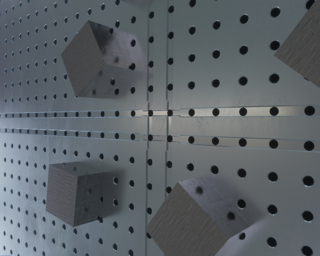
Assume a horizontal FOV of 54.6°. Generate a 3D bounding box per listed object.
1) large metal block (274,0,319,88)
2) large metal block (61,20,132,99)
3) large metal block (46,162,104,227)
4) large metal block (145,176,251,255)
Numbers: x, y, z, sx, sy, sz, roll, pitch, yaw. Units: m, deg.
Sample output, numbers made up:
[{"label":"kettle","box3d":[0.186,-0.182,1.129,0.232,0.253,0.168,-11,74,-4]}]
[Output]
[{"label":"large metal block","box3d":[0.161,-0.069,0.260,0.080,0.050,0.080,48,119,29]},{"label":"large metal block","box3d":[-0.099,-0.102,0.477,0.080,0.050,0.080,-37,68,34]},{"label":"large metal block","box3d":[-0.142,0.105,0.512,0.080,0.050,0.080,11,97,39]},{"label":"large metal block","box3d":[0.041,0.116,0.360,0.080,0.050,0.080,45,117,30]}]
